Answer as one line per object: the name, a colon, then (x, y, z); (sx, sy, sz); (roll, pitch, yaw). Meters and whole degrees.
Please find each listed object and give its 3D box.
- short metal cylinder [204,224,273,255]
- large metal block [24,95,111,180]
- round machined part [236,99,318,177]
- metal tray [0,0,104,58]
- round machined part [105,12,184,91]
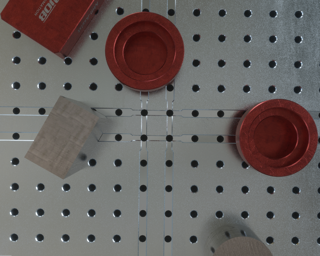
short metal cylinder: (0.101, 0.172, 0.402); (0.081, 0.050, 0.080); (0, 90, 0)
large metal block: (-0.109, 0.010, 0.385); (0.050, 0.080, 0.080); (30, 90, 0)
round machined part: (0.148, 0.012, 0.406); (0.099, 0.042, 0.097); (0, 90, 0)
metal tray: (-0.133, -0.171, 0.410); (0.090, 0.030, 0.130); (33, 90, 0)
round machined part: (-0.019, -0.096, 0.404); (0.099, 0.042, 0.097); (0, 90, 0)
